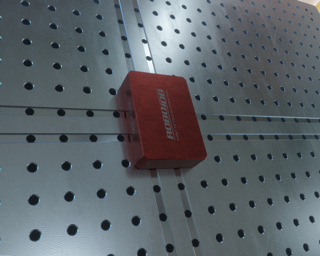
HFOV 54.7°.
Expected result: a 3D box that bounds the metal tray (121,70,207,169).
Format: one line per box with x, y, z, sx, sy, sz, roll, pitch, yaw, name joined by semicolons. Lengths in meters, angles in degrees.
0.004;-0.012;0.415;0.091;0.030;0.130;2;61;-28;metal tray
